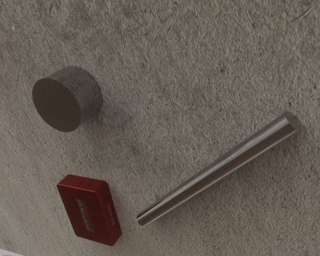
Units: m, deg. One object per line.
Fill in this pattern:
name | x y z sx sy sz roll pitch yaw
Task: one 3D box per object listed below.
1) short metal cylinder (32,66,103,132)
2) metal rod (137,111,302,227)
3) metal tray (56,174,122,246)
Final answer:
short metal cylinder | -0.128 -0.041 0.433 0.080 0.050 0.079 13 124 21
metal rod | 0.057 0.072 0.421 0.025 0.025 0.299 44 129 -3
metal tray | -0.127 0.150 0.563 0.090 0.030 0.129 5 121 25
